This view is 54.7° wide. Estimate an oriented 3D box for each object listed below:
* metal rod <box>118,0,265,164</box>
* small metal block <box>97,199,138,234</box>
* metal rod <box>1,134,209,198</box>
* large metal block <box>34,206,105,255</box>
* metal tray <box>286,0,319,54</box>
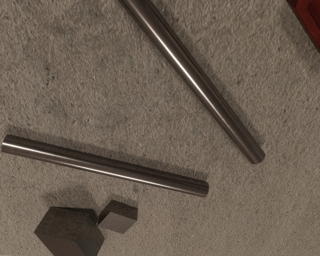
[{"bbox_3d":[0.049,-0.049,0.366,0.025,0.025,0.300,-30,125,22],"label":"metal rod"},{"bbox_3d":[-0.073,0.155,0.539,0.050,0.025,0.050,25,125,-21],"label":"small metal block"},{"bbox_3d":[-0.069,0.059,0.456,0.302,0.025,0.025,15,128,-13],"label":"metal rod"},{"bbox_3d":[-0.152,0.185,0.531,0.080,0.050,0.080,4,133,20],"label":"large metal block"},{"bbox_3d":[0.201,-0.132,0.294,0.130,0.030,0.090,-34,123,25],"label":"metal tray"}]
